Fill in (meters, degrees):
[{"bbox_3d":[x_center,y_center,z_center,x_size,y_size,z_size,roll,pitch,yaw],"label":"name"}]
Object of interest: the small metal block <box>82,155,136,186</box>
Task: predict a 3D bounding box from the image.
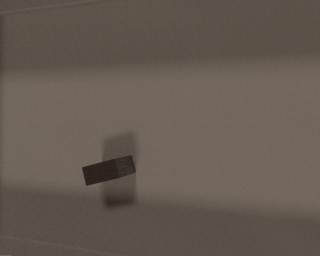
[{"bbox_3d":[-0.068,0.057,0.420,0.050,0.050,0.025,-16,85,19],"label":"small metal block"}]
